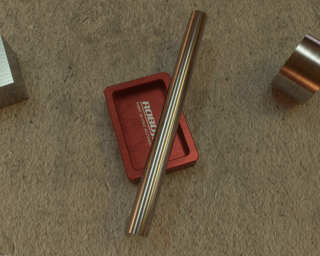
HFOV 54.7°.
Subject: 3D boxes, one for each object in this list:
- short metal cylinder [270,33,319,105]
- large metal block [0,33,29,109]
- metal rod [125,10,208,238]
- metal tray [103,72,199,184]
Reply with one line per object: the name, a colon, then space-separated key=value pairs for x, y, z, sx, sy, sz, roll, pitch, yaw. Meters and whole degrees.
short metal cylinder: x=0.191 y=-0.077 z=0.410 sx=0.050 sy=0.080 sz=0.080 roll=36 pitch=74 yaw=12
large metal block: x=-0.235 y=-0.070 z=0.417 sx=0.080 sy=0.050 sz=0.080 roll=-21 pitch=72 yaw=-8
metal rod: x=0.015 y=-0.021 z=0.383 sx=0.025 sy=0.025 sz=0.299 roll=15 pitch=70 yaw=5
metal tray: x=-0.013 y=-0.002 z=0.406 sx=0.091 sy=0.030 sz=0.130 roll=-16 pitch=71 yaw=-6
